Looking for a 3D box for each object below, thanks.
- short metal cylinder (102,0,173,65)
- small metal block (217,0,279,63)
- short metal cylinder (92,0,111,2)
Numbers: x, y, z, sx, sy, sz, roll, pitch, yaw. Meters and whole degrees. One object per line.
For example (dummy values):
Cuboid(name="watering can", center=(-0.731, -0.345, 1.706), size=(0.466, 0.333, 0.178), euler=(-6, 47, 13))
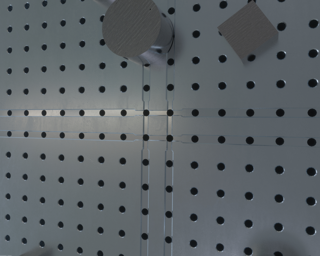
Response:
Cuboid(name="short metal cylinder", center=(-0.028, -0.128, 0.409), size=(0.080, 0.050, 0.079), euler=(0, 90, 20))
Cuboid(name="small metal block", center=(0.106, -0.115, 0.375), size=(0.050, 0.025, 0.050), euler=(-36, 79, 16))
Cuboid(name="short metal cylinder", center=(-0.090, -0.225, 0.431), size=(0.080, 0.050, 0.079), euler=(0, 90, 20))
